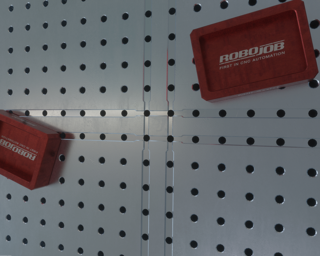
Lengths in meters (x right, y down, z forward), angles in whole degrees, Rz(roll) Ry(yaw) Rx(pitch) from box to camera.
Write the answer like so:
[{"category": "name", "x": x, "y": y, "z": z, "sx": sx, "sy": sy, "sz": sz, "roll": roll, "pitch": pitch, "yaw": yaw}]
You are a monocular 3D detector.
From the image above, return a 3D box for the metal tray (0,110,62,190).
[{"category": "metal tray", "x": -0.227, "y": 0.031, "z": 0.491, "sx": 0.130, "sy": 0.030, "sz": 0.090, "roll": 20, "pitch": 97, "yaw": 18}]

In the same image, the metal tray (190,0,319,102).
[{"category": "metal tray", "x": 0.109, "y": -0.088, "z": 0.371, "sx": 0.130, "sy": 0.030, "sz": 0.090, "roll": -11, "pitch": 86, "yaw": 19}]
